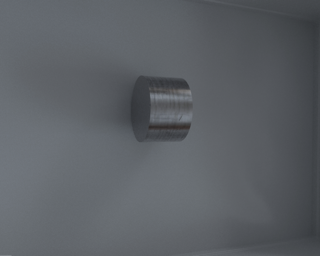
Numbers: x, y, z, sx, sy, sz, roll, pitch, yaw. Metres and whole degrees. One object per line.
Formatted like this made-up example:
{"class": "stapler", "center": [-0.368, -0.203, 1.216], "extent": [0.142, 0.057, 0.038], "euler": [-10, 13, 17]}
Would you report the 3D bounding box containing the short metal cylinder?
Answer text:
{"class": "short metal cylinder", "center": [0.000, -0.023, 0.380], "extent": [0.050, 0.080, 0.079], "euler": [0, 90, -20]}
